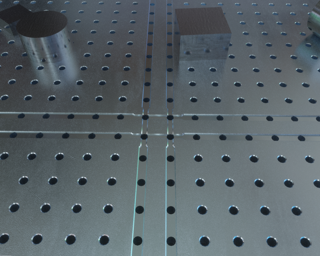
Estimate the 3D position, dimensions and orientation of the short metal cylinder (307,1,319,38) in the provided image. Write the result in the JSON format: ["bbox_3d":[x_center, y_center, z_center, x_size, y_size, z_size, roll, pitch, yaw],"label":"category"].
[{"bbox_3d":[0.305,-0.189,0.532,0.081,0.080,0.050,-21,53,-17],"label":"short metal cylinder"}]

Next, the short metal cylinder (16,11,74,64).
[{"bbox_3d":[-0.190,-0.153,0.518,0.080,0.050,0.080,0,50,0],"label":"short metal cylinder"}]

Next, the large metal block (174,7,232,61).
[{"bbox_3d":[0.069,-0.160,0.527,0.081,0.050,0.080,-4,50,-3],"label":"large metal block"}]

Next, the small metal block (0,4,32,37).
[{"bbox_3d":[-0.266,-0.201,0.575,0.050,0.025,0.050,35,58,26],"label":"small metal block"}]
